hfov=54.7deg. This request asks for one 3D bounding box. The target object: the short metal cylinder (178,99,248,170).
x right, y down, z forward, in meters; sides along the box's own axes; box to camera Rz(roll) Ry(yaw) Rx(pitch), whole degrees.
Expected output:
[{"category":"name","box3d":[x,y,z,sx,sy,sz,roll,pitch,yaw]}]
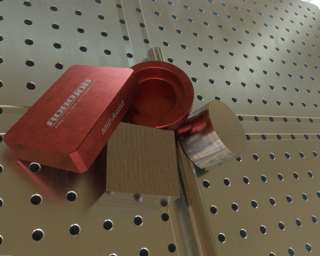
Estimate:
[{"category":"short metal cylinder","box3d":[0.070,0.009,0.407,0.080,0.050,0.080,31,43,-33]}]

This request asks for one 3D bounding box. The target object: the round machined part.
[{"category":"round machined part","box3d":[-0.007,-0.035,0.398,0.099,0.042,0.098,0,64,0]}]

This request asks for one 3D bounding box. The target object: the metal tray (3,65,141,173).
[{"category":"metal tray","box3d":[-0.089,-0.018,0.336,0.090,0.030,0.130,8,48,23]}]

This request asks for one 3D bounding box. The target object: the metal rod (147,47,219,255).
[{"category":"metal rod","box3d":[0.023,0.016,0.411,0.025,0.025,0.299,1,61,-28]}]

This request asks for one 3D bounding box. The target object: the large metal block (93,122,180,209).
[{"category":"large metal block","box3d":[-0.028,0.044,0.350,0.081,0.050,0.080,10,58,-23]}]
